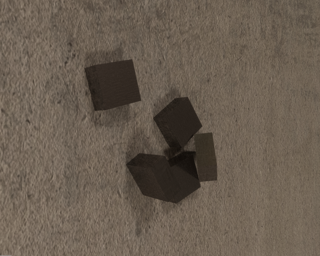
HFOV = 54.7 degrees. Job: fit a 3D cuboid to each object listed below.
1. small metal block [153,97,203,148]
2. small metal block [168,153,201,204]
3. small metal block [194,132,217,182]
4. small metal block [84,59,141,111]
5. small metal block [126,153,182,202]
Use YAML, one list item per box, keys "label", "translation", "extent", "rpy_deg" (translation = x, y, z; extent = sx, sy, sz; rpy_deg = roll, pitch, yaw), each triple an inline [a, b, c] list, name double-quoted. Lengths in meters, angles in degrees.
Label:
- label: "small metal block"
  translation: [0.026, -0.008, 0.429]
  extent: [0.050, 0.025, 0.050]
  rpy_deg: [-44, 117, -31]
- label: "small metal block"
  translation: [0.026, 0.068, 0.429]
  extent: [0.050, 0.025, 0.050]
  rpy_deg: [-24, 106, -38]
- label: "small metal block"
  translation: [0.064, 0.042, 0.434]
  extent: [0.050, 0.025, 0.050]
  rpy_deg: [74, 11, -55]
- label: "small metal block"
  translation: [-0.054, -0.050, 0.361]
  extent: [0.050, 0.025, 0.050]
  rpy_deg: [-20, 103, -39]
- label: "small metal block"
  translation: [-0.008, 0.060, 0.384]
  extent: [0.025, 0.050, 0.050]
  rpy_deg: [-40, 115, -33]
